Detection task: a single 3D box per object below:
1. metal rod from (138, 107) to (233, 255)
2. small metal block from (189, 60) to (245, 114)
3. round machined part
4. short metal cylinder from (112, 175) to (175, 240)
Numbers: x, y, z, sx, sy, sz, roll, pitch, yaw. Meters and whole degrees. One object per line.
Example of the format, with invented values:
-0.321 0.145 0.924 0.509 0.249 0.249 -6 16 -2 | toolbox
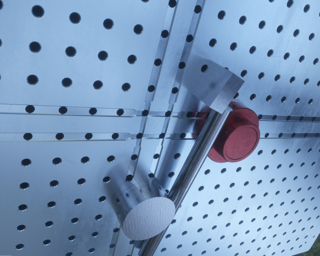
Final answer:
0.030 0.095 0.475 0.025 0.025 0.298 8 119 -32 | metal rod
0.073 -0.054 0.404 0.025 0.050 0.050 24 105 -37 | small metal block
0.112 0.014 0.472 0.099 0.042 0.097 -14 125 -21 | round machined part
-0.025 0.117 0.456 0.081 0.050 0.079 -14 124 -21 | short metal cylinder
